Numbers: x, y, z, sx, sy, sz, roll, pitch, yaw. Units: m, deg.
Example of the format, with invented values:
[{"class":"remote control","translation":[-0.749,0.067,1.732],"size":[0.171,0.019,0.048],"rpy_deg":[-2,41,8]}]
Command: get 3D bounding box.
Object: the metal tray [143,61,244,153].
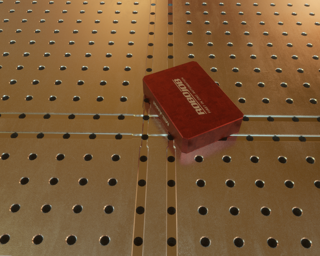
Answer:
[{"class":"metal tray","translation":[0.042,-0.035,0.434],"size":[0.091,0.030,0.130],"rpy_deg":[-20,53,-16]}]
